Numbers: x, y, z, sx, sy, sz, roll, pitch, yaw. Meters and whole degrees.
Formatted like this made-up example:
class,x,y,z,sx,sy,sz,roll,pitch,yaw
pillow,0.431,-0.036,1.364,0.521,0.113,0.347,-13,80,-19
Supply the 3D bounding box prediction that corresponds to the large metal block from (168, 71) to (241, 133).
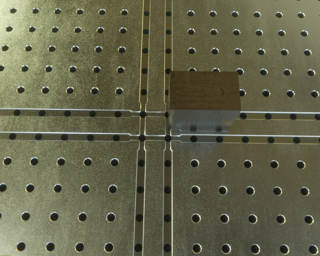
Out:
class,x,y,z,sx,sy,sz,roll,pitch,yaw
large metal block,0.051,-0.030,0.394,0.081,0.080,0.050,1,70,0
